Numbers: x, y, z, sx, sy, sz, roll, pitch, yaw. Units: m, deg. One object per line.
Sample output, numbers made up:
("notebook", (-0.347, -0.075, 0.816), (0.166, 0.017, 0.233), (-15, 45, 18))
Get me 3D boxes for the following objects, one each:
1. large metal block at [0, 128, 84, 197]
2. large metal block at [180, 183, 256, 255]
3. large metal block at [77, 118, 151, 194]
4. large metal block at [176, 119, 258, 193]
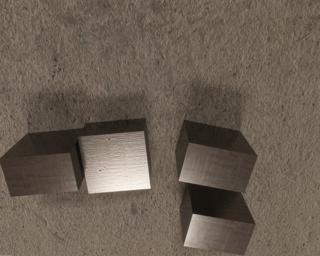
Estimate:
("large metal block", (-0.139, 0.041, 0.394), (0.080, 0.080, 0.050), (-5, 110, 1))
("large metal block", (0.074, 0.121, 0.426), (0.081, 0.080, 0.050), (11, 110, -5))
("large metal block", (-0.056, 0.036, 0.409), (0.080, 0.050, 0.079), (-5, 110, 1))
("large metal block", (0.066, 0.033, 0.394), (0.081, 0.080, 0.050), (11, 110, -5))
